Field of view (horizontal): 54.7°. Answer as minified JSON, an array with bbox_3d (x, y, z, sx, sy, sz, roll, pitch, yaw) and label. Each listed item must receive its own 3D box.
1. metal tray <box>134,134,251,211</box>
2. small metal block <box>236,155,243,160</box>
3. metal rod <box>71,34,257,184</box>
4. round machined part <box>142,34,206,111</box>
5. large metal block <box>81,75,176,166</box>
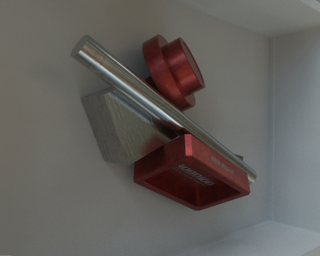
[{"bbox_3d":[0.042,0.063,0.396,0.130,0.090,0.030,33,42,-36],"label":"metal tray"},{"bbox_3d":[0.095,0.064,0.470,0.025,0.050,0.050,19,78,-39],"label":"small metal block"},{"bbox_3d":[0.028,-0.002,0.363,0.301,0.025,0.025,36,68,-35],"label":"metal rod"},{"bbox_3d":[0.022,-0.071,0.380,0.098,0.042,0.098,54,20,-30],"label":"round machined part"},{"bbox_3d":[-0.033,-0.012,0.362,0.081,0.050,0.080,-29,108,-37],"label":"large metal block"}]
